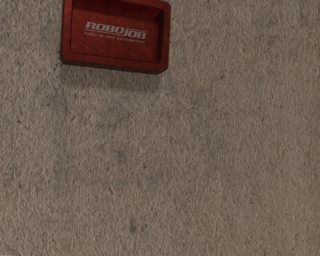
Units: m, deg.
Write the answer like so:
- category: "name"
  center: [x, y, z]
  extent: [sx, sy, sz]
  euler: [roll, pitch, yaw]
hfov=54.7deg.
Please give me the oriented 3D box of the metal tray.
- category: "metal tray"
  center: [-0.054, -0.119, 0.386]
  extent: [0.131, 0.030, 0.089]
  euler: [3, 89, -21]
